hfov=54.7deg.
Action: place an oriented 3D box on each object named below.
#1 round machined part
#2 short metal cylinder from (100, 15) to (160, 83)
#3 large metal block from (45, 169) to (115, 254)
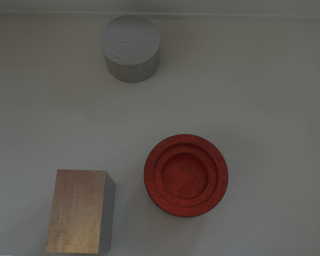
[{"bbox_3d":[0.030,0.060,0.379,0.099,0.042,0.098,0,70,-1],"label":"round machined part"},{"bbox_3d":[-0.040,-0.110,0.436,0.081,0.050,0.080,0,70,0],"label":"short metal cylinder"},{"bbox_3d":[-0.083,0.094,0.345,0.050,0.080,0.080,2,70,0],"label":"large metal block"}]
